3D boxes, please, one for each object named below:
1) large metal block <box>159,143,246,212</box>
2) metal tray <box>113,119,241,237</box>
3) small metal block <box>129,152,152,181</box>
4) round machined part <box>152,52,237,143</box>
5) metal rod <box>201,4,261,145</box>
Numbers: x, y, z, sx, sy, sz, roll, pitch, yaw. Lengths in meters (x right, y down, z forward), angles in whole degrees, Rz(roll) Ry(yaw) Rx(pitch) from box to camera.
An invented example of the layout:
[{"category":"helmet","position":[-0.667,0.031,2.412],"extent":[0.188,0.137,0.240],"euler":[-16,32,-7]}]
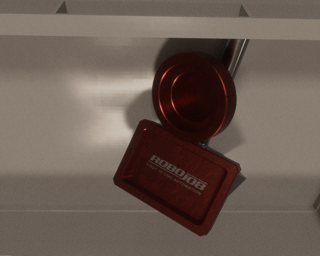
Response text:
[{"category":"large metal block","position":[0.059,0.073,0.422],"extent":[0.080,0.050,0.080],"euler":[-48,144,11]},{"category":"metal tray","position":[0.018,0.056,0.372],"extent":[0.130,0.030,0.090],"euler":[27,95,20]},{"category":"small metal block","position":[-0.015,0.049,0.434],"extent":[0.050,0.050,0.025],"euler":[-10,130,8]},{"category":"round machined part","position":[0.041,-0.036,0.346],"extent":[0.098,0.042,0.097],"euler":[15,114,38]},{"category":"metal rod","position":[0.061,-0.007,0.403],"extent":[0.025,0.025,0.298],"euler":[8,130,-7]}]
